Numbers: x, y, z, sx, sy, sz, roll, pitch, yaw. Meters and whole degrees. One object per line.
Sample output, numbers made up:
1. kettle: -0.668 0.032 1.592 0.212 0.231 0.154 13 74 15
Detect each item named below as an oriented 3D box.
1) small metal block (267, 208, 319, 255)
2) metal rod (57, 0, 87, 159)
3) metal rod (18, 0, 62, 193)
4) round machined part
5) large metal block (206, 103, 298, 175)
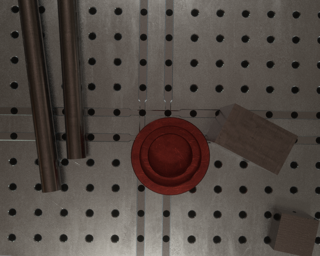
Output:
1. small metal block: 0.178 0.140 0.416 0.050 0.025 0.050 12 90 -1
2. metal rod: -0.120 -0.109 0.411 0.025 0.025 0.298 -4 90 -1
3. metal rod: -0.162 -0.065 0.411 0.025 0.025 0.298 -7 90 0
4. round machined part: 0.013 0.035 0.405 0.099 0.042 0.097 0 90 -1
5. large metal block: 0.108 0.012 0.387 0.080 0.080 0.050 28 90 -1
